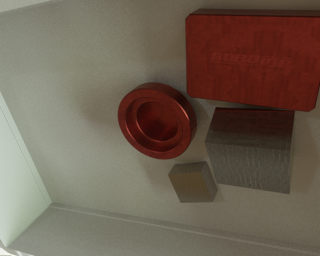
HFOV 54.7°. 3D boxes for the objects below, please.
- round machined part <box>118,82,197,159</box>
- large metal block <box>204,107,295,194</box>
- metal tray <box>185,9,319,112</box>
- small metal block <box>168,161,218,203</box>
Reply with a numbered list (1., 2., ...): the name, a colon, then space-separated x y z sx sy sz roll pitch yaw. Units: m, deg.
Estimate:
1. round machined part: 0.000 -0.012 0.389 0.098 0.042 0.097 13 124 20
2. large metal block: 0.101 0.024 0.338 0.080 0.050 0.080 4 142 25
3. metal tray: 0.093 -0.070 0.313 0.130 0.030 0.089 10 123 22
4. small metal block: 0.046 0.076 0.430 0.050 0.025 0.050 -11 113 32
